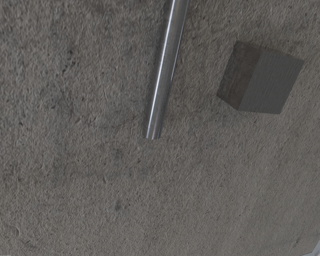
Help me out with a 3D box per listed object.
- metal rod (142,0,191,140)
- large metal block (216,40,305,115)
[{"bbox_3d":[0.017,-0.122,0.340,0.025,0.025,0.298,-3,120,-27],"label":"metal rod"},{"bbox_3d":[0.135,-0.067,0.423,0.081,0.050,0.079,3,117,-30],"label":"large metal block"}]
